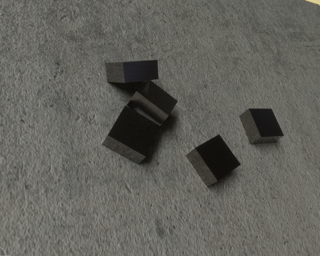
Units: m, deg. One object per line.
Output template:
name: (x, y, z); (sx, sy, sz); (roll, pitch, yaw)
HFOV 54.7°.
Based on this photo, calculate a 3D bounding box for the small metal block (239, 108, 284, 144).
small metal block: (0.161, -0.003, 0.492); (0.050, 0.025, 0.050); (-2, 63, -29)

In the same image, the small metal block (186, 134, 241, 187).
small metal block: (0.072, 0.043, 0.416); (0.050, 0.025, 0.050); (-25, 75, -37)

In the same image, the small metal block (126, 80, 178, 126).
small metal block: (-0.009, -0.033, 0.409); (0.050, 0.025, 0.050); (37, 31, -3)

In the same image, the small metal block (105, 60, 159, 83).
small metal block: (-0.038, -0.076, 0.410); (0.050, 0.050, 0.025); (-13, 106, -33)

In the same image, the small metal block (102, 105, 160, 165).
small metal block: (-0.035, 0.008, 0.380); (0.050, 0.025, 0.050); (31, 52, -9)
